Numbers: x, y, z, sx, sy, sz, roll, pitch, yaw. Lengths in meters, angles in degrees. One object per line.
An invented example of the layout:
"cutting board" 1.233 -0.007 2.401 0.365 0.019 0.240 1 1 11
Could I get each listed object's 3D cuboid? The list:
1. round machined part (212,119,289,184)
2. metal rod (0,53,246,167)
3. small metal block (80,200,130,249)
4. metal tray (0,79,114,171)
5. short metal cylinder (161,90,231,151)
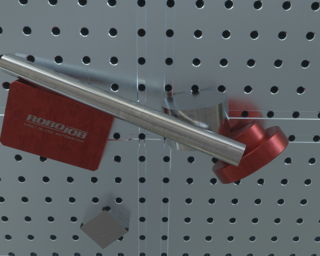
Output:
"round machined part" 0.105 0.025 0.389 0.098 0.098 0.042 -35 88 12
"metal rod" -0.052 -0.026 0.351 0.301 0.025 0.025 22 110 12
"small metal block" -0.082 0.145 0.466 0.050 0.025 0.050 -38 106 12
"metal tray" -0.132 -0.004 0.407 0.131 0.030 0.089 18 109 -7
"short metal cylinder" 0.044 -0.011 0.381 0.080 0.080 0.050 -8 110 2
